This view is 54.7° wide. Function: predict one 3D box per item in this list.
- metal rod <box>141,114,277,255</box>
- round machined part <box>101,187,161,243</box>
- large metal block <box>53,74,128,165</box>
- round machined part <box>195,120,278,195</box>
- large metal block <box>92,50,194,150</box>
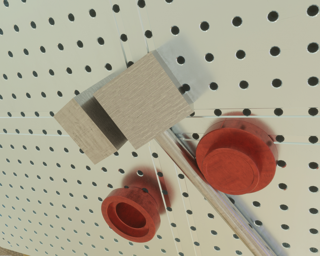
[{"bbox_3d":[0.078,0.096,0.429,0.025,0.025,0.300,-34,99,38],"label":"metal rod"},{"bbox_3d":[-0.043,0.136,0.508,0.098,0.042,0.097,13,124,21],"label":"round machined part"},{"bbox_3d":[-0.075,-0.013,0.407,0.050,0.080,0.080,-32,101,38],"label":"large metal block"},{"bbox_3d":[0.090,0.043,0.379,0.098,0.042,0.097,13,124,21],"label":"round machined part"},{"bbox_3d":[-0.016,-0.034,0.364,0.080,0.050,0.080,-34,101,13],"label":"large metal block"}]
